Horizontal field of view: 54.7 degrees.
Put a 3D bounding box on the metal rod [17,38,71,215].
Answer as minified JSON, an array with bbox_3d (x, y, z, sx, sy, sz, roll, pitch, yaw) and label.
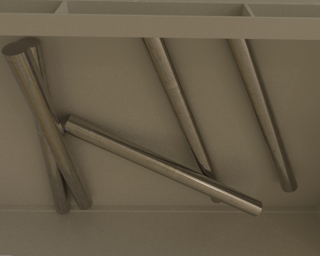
[{"bbox_3d":[-0.151,0.022,0.426,0.025,0.025,0.298,3,130,-3],"label":"metal rod"}]

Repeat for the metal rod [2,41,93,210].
[{"bbox_3d":[-0.131,0.025,0.405,0.025,0.025,0.298,-2,137,2],"label":"metal rod"}]

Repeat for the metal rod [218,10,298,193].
[{"bbox_3d":[0.137,-0.011,0.400,0.025,0.025,0.299,-21,127,17],"label":"metal rod"}]

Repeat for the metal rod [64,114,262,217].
[{"bbox_3d":[0.012,0.057,0.433,0.301,0.025,0.025,26,126,-12],"label":"metal rod"}]

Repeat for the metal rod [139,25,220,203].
[{"bbox_3d":[0.042,0.005,0.413,0.025,0.025,0.299,-16,129,13],"label":"metal rod"}]
